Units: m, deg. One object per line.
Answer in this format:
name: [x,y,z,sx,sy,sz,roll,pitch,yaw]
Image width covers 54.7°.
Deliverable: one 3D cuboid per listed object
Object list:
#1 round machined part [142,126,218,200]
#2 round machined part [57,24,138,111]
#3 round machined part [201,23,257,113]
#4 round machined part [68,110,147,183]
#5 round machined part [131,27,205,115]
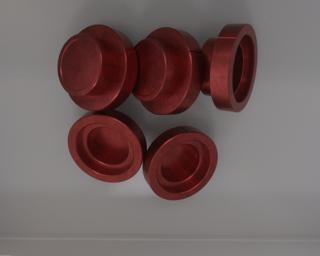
round machined part: [0.023,0.042,0.405,0.099,0.042,0.097,-11,116,-22]
round machined part: [-0.077,-0.068,0.350,0.098,0.042,0.097,0,90,33]
round machined part: [0.076,-0.069,0.356,0.042,0.099,0.097,11,114,31]
round machined part: [-0.064,0.019,0.400,0.098,0.042,0.097,6,118,12]
round machined part: [-0.001,-0.063,0.347,0.042,0.098,0.097,-3,116,-41]
